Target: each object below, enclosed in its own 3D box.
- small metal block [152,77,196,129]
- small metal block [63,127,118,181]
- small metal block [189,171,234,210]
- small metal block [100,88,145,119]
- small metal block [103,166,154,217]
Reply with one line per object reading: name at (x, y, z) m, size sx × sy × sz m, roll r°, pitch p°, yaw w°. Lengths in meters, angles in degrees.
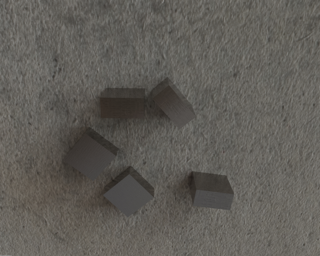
small metal block at (0.017, -0.032, 0.385) m, size 0.025 × 0.050 × 0.050 m, roll -39°, pitch 106°, yaw 13°
small metal block at (-0.093, 0.035, 0.422) m, size 0.050 × 0.025 × 0.050 m, roll 39°, pitch 105°, yaw -14°
small metal block at (0.070, 0.086, 0.429) m, size 0.050 × 0.050 × 0.025 m, roll 8°, pitch 110°, yaw -3°
small metal block at (-0.044, -0.032, 0.384) m, size 0.050 × 0.050 × 0.025 m, roll 1°, pitch 110°, yaw -1°
small metal block at (-0.044, 0.091, 0.443) m, size 0.050 × 0.025 × 0.050 m, roll -40°, pitch 106°, yaw 13°
